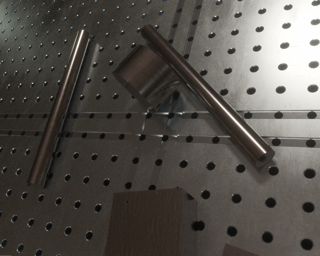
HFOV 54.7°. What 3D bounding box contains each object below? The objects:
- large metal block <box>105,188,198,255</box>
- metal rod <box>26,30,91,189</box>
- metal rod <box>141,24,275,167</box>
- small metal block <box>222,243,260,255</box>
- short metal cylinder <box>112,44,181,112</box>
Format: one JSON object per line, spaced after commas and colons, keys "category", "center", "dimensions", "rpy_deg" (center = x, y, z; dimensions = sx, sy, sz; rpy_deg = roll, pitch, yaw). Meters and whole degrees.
{"category": "large metal block", "center": [-0.007, 0.112, 0.326], "dimensions": [0.080, 0.050, 0.080], "rpy_deg": [-9, 58, 23]}
{"category": "metal rod", "center": [-0.163, -0.047, 0.519], "dimensions": [0.025, 0.025, 0.299], "rpy_deg": [-6, 59, 25]}
{"category": "metal rod", "center": [0.046, -0.064, 0.422], "dimensions": [0.025, 0.025, 0.300], "rpy_deg": [-37, 51, 3]}
{"category": "small metal block", "center": [0.079, 0.140, 0.281], "dimensions": [0.050, 0.025, 0.050], "rpy_deg": [11, 67, 32]}
{"category": "short metal cylinder", "center": [-0.018, -0.066, 0.422], "dimensions": [0.050, 0.080, 0.080], "rpy_deg": [-48, 52, -5]}
